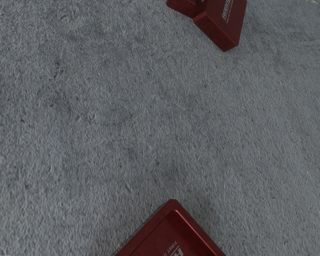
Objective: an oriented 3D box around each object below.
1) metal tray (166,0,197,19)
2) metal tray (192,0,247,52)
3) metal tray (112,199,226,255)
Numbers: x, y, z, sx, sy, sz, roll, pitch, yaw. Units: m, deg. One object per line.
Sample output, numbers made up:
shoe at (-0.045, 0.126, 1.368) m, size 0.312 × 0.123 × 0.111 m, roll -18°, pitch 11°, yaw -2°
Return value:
metal tray at (0.066, -0.265, 0.597) m, size 0.091 × 0.030 × 0.130 m, roll 21°, pitch 54°, yaw -16°
metal tray at (0.113, -0.215, 0.565) m, size 0.090 × 0.030 × 0.130 m, roll 35°, pitch 56°, yaw -28°
metal tray at (-0.001, 0.146, 0.309) m, size 0.090 × 0.030 × 0.131 m, roll 48°, pitch 51°, yaw 5°
